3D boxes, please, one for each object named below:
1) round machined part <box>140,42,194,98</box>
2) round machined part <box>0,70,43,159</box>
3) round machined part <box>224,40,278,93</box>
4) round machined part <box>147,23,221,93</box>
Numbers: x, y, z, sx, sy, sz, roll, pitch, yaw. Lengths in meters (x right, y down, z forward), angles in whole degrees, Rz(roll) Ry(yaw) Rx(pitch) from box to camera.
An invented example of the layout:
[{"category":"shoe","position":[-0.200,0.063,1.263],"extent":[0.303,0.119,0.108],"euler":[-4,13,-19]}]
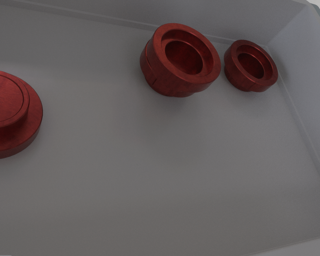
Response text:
[{"category":"round machined part","position":[0.016,-0.085,0.455],"extent":[0.099,0.042,0.098],"euler":[14,56,-21]},{"category":"round machined part","position":[-0.171,-0.021,0.315],"extent":[0.099,0.042,0.098],"euler":[14,56,-21]},{"category":"round machined part","position":[0.152,-0.102,0.538],"extent":[0.099,0.042,0.098],"euler":[14,56,-21]},{"category":"round machined part","position":[0.028,-0.087,0.408],"extent":[0.099,0.042,0.098],"euler":[13,57,-21]}]
